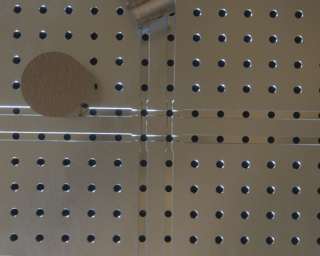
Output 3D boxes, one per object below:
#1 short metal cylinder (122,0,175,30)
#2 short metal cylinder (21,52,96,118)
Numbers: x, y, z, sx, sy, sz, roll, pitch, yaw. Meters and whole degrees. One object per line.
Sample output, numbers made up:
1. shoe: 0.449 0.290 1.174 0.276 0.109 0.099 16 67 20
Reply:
1. short metal cylinder: -0.022 -0.171 0.385 0.050 0.080 0.080 -27 90 0
2. short metal cylinder: -0.128 -0.053 0.400 0.081 0.050 0.079 0 90 0
